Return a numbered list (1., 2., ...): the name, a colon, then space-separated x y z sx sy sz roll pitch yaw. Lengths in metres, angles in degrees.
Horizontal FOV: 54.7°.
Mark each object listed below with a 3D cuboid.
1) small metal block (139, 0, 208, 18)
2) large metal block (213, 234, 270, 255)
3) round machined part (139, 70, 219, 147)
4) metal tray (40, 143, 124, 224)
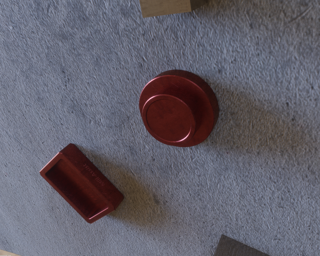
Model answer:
1. small metal block: 0.014 -0.128 0.303 0.050 0.050 0.025 3 120 26
2. large metal block: 0.111 0.215 0.445 0.080 0.080 0.050 21 126 15
3. round machined part: 0.018 -0.017 0.375 0.098 0.042 0.097 13 124 20
4. metal tray: -0.136 0.098 0.533 0.130 0.030 0.090 48 129 -6
